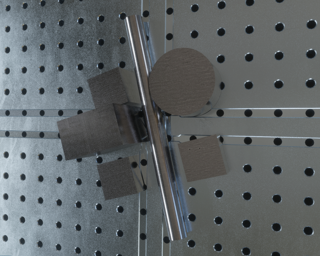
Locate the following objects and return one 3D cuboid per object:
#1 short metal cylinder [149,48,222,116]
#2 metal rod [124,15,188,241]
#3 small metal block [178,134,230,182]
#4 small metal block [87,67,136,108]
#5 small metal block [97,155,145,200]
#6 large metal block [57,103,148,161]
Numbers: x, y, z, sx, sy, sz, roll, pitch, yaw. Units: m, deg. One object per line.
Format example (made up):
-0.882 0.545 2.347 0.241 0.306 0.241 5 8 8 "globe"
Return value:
0.033 -0.054 0.387 0.080 0.050 0.079 0 90 19 "short metal cylinder"
-0.006 -0.004 0.413 0.025 0.025 0.298 -13 86 19 "metal rod"
0.055 0.038 0.392 0.050 0.025 0.050 -15 85 19 "small metal block"
-0.068 -0.052 0.435 0.050 0.025 0.050 -18 84 18 "small metal block"
-0.054 0.069 0.431 0.050 0.025 0.050 -16 85 19 "small metal block"
-0.072 0.005 0.406 0.080 0.080 0.050 -16 85 19 "large metal block"
